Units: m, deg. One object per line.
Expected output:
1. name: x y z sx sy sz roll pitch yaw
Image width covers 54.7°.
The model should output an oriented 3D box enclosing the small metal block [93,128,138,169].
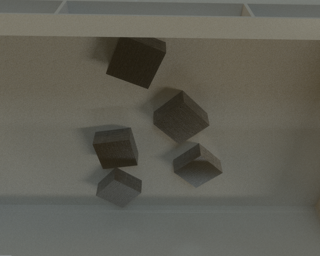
1. small metal block: -0.061 0.029 0.433 0.050 0.025 0.050 -7 130 6

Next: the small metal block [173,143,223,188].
1. small metal block: 0.056 0.056 0.458 0.050 0.025 0.050 -36 122 26

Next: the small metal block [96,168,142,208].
1. small metal block: -0.064 0.095 0.489 0.050 0.025 0.050 32 123 -25

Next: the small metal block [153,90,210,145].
1. small metal block: 0.027 -0.012 0.399 0.050 0.025 0.050 -35 122 26

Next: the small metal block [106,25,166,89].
1. small metal block: -0.027 -0.077 0.343 0.050 0.025 0.050 18 128 -15
